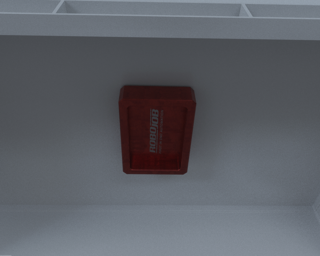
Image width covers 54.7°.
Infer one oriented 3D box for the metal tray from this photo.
[{"bbox_3d":[-0.005,0.007,0.408,0.091,0.030,0.129,1,130,-2],"label":"metal tray"}]
